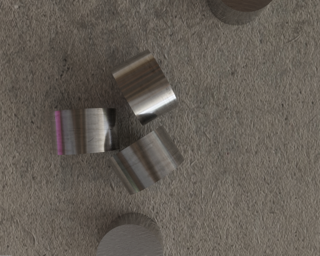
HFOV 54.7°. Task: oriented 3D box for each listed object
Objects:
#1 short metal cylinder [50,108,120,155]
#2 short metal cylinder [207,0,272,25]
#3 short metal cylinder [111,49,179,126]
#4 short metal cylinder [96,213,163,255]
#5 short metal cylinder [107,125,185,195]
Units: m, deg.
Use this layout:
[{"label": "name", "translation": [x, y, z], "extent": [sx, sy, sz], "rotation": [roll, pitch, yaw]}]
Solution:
[{"label": "short metal cylinder", "translation": [-0.091, 0.004, 0.382], "extent": [0.080, 0.080, 0.050], "rotation": [-4, 90, 0]}, {"label": "short metal cylinder", "translation": [0.105, -0.180, 0.398], "extent": [0.081, 0.050, 0.080], "rotation": [0, 90, 0]}, {"label": "short metal cylinder", "translation": [-0.018, -0.049, 0.382], "extent": [0.050, 0.080, 0.080], "rotation": [-29, 90, 0]}, {"label": "short metal cylinder", "translation": [-0.036, 0.155, 0.397], "extent": [0.081, 0.050, 0.080], "rotation": [0, 90, 0]}, {"label": "short metal cylinder", "translation": [-0.017, 0.038, 0.382], "extent": [0.080, 0.080, 0.050], "rotation": [-32, 90, 0]}]
